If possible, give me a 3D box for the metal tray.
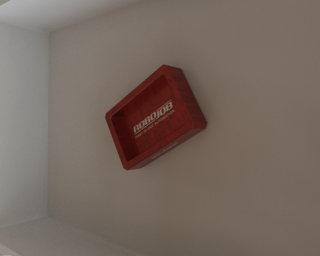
[{"bbox_3d":[-0.011,-0.010,0.410,0.130,0.030,0.090,-35,69,34],"label":"metal tray"}]
